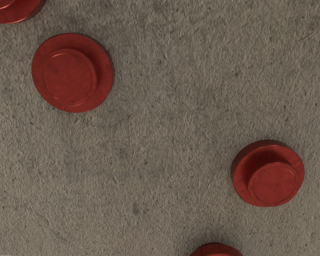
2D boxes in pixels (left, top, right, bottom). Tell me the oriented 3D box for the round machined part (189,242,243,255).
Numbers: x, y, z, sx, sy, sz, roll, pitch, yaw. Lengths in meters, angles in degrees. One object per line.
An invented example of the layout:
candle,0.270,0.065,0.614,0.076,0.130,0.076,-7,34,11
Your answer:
round machined part,0.085,0.219,0.482,0.099,0.042,0.097,0,110,0

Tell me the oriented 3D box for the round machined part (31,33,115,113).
round machined part,-0.107,-0.064,0.376,0.099,0.042,0.097,0,110,0

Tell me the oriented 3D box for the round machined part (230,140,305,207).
round machined part,0.151,0.069,0.427,0.099,0.042,0.097,0,110,0

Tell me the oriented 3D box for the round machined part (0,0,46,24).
round machined part,-0.177,-0.165,0.338,0.099,0.042,0.097,0,110,0
